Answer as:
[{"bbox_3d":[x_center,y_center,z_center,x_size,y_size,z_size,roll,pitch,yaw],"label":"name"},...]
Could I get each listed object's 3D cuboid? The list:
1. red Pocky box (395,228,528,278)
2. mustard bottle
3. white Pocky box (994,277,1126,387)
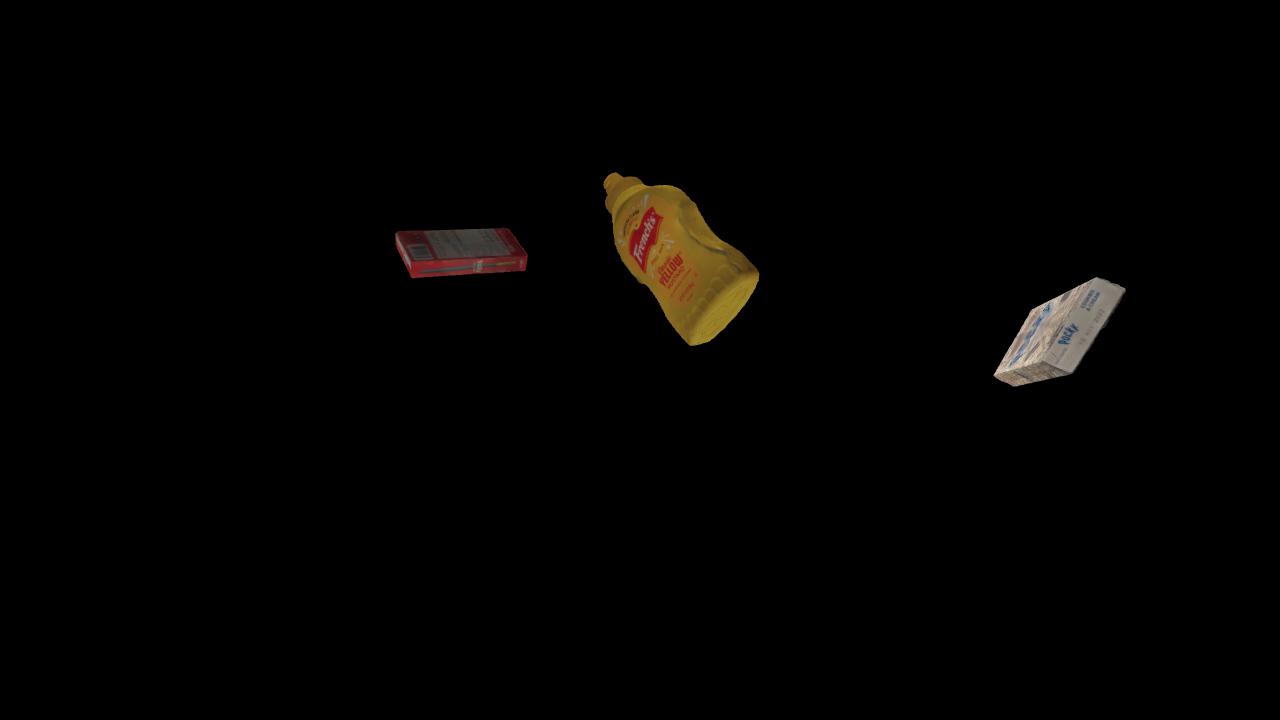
[{"bbox_3d":[-0.236,-0.144,0.820,0.155,0.028,0.083,-9,41,-31],"label":"red Pocky box"},{"bbox_3d":[0.022,-0.107,0.559,0.054,0.184,0.092,-17,-30,-40],"label":"mustard bottle"},{"bbox_3d":[0.380,-0.020,0.568,0.028,0.084,0.154,31,3,17],"label":"white Pocky box"}]
